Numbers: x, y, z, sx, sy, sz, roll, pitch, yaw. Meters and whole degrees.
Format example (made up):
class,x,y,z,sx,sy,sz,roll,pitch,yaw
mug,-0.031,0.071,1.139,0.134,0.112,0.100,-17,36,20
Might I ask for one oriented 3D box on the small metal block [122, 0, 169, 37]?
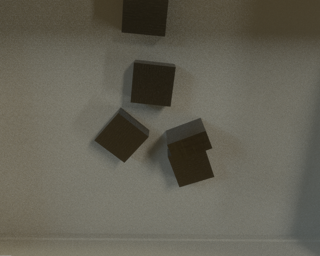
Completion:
class,x,y,z,sx,sy,sz,roll,pitch,yaw
small metal block,-0.017,-0.136,0.361,0.050,0.025,0.050,5,110,-2

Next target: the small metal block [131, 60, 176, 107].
class,x,y,z,sx,sy,sz,roll,pitch,yaw
small metal block,-0.009,-0.057,0.390,0.050,0.025,0.050,6,110,-3

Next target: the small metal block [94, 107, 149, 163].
class,x,y,z,sx,sy,sz,roll,pitch,yaw
small metal block,-0.050,0.010,0.414,0.050,0.025,0.050,39,105,-13

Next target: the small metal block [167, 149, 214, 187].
class,x,y,z,sx,sy,sz,roll,pitch,yaw
small metal block,0.042,0.048,0.429,0.050,0.025,0.050,-18,109,6

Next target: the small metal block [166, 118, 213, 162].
class,x,y,z,sx,sy,sz,roll,pitch,yaw
small metal block,0.037,0.014,0.403,0.050,0.050,0.025,-20,109,7
